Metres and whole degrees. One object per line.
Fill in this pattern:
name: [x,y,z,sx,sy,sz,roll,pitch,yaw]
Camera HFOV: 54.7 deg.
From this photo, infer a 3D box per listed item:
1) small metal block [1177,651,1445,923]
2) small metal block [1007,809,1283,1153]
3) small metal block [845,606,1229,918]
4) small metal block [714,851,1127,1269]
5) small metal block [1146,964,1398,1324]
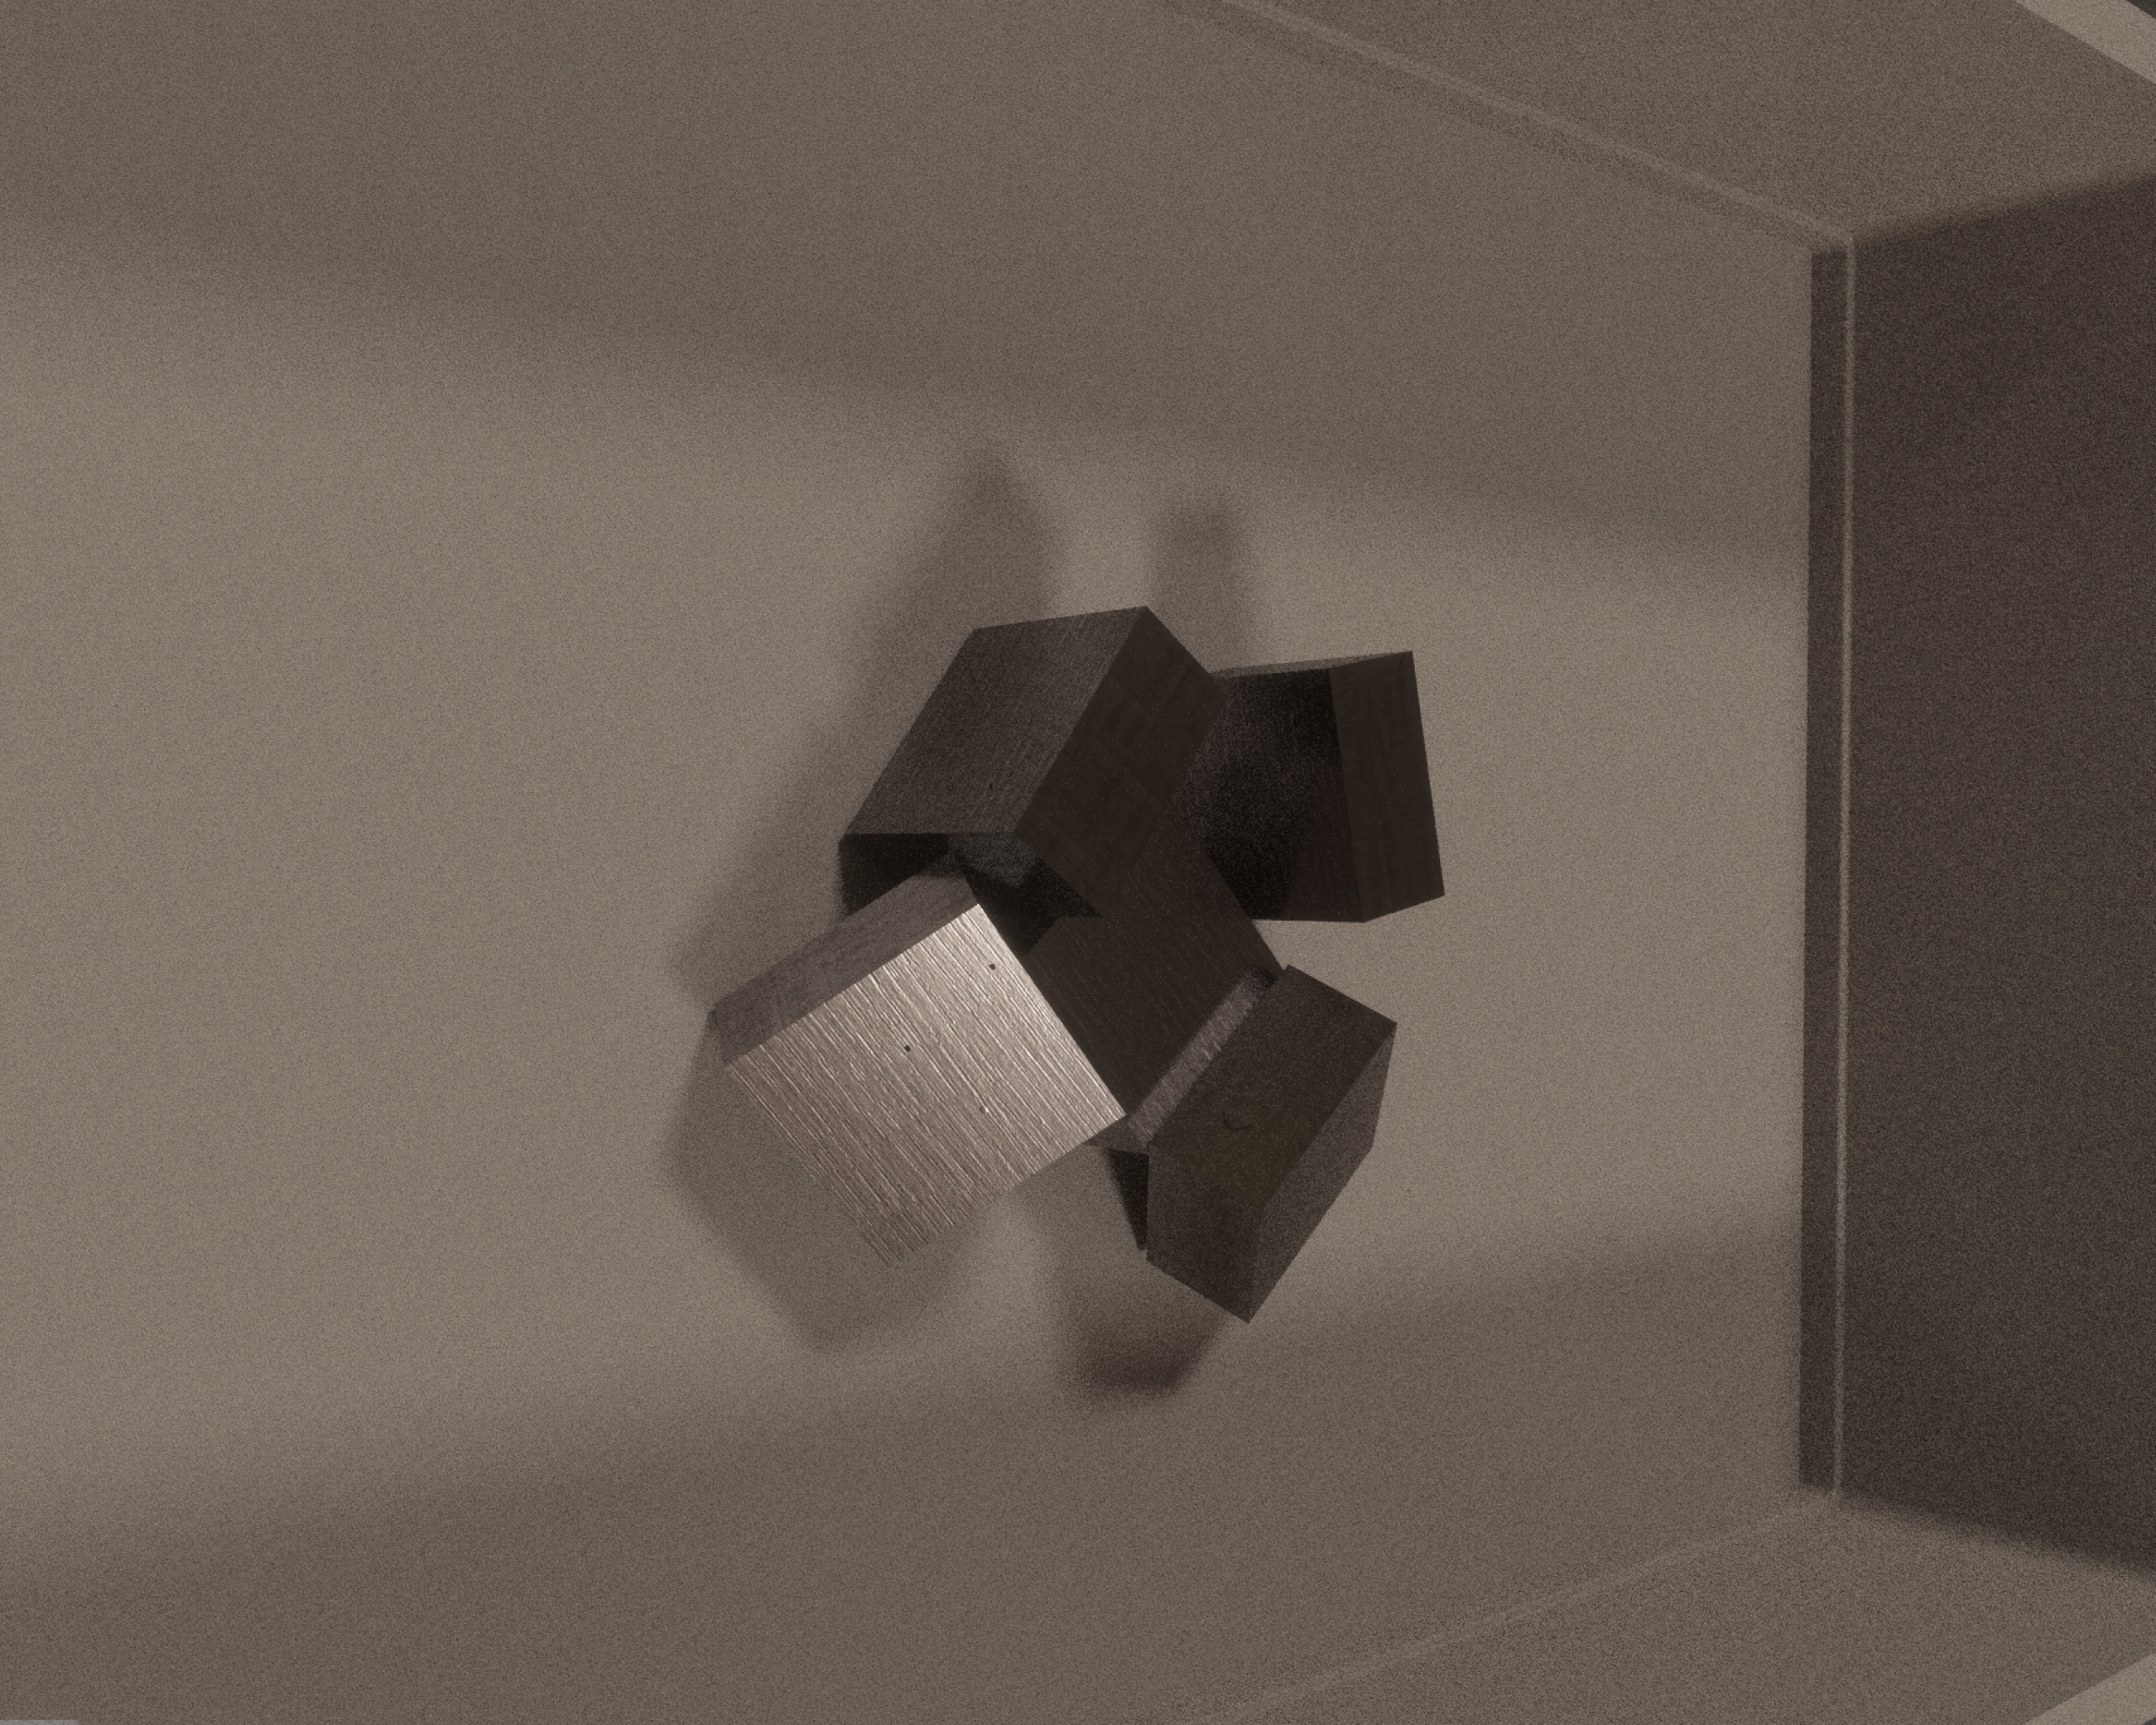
small metal block: [0.044,-0.015,0.427,0.025,0.050,0.050,-15,100,-40]
small metal block: [0.007,0.021,0.412,0.050,0.025,0.050,-50,120,-29]
small metal block: [-0.008,-0.018,0.383,0.025,0.050,0.050,44,63,-31]
small metal block: [-0.028,0.035,0.368,0.050,0.025,0.050,-33,115,0]
small metal block: [0.039,0.057,0.422,0.050,0.025,0.050,-49,156,-29]
